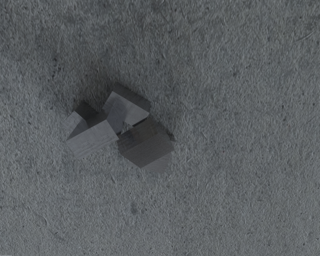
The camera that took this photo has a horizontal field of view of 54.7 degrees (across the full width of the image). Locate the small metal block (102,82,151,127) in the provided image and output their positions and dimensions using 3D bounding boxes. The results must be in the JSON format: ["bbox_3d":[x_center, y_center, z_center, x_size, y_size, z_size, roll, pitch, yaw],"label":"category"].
[{"bbox_3d":[-0.040,-0.029,0.387,0.050,0.050,0.025,31,107,-11],"label":"small metal block"}]

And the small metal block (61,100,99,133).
[{"bbox_3d":[-0.092,-0.004,0.395,0.025,0.050,0.050,-43,105,14],"label":"small metal block"}]

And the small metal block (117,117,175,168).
[{"bbox_3d":[-0.017,0.019,0.378,0.050,0.025,0.050,-30,145,10],"label":"small metal block"}]

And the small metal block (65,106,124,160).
[{"bbox_3d":[-0.071,0.004,0.345,0.050,0.050,0.025,-28,108,9],"label":"small metal block"}]

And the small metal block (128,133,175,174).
[{"bbox_3d":[-0.012,0.030,0.422,0.050,0.025,0.050,15,109,-6],"label":"small metal block"}]
